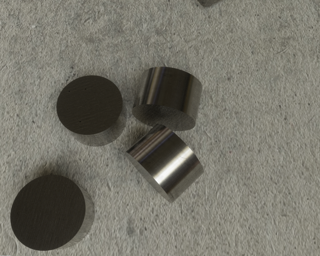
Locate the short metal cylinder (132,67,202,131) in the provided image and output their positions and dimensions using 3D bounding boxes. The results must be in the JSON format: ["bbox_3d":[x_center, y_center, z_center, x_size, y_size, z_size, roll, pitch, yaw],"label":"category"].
[{"bbox_3d":[0.010,-0.034,0.391,0.080,0.080,0.050,11,71,4],"label":"short metal cylinder"}]

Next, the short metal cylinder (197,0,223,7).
[{"bbox_3d":[0.081,-0.231,0.464,0.050,0.080,0.080,-29,73,-10],"label":"short metal cylinder"}]

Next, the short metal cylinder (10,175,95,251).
[{"bbox_3d":[-0.121,0.098,0.358,0.081,0.050,0.080,0,70,0],"label":"short metal cylinder"}]

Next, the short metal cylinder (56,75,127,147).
[{"bbox_3d":[-0.086,-0.021,0.402,0.081,0.050,0.080,0,70,0],"label":"short metal cylinder"}]

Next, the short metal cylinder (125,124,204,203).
[{"bbox_3d":[0.004,0.041,0.364,0.050,0.080,0.080,-42,75,-13],"label":"short metal cylinder"}]
